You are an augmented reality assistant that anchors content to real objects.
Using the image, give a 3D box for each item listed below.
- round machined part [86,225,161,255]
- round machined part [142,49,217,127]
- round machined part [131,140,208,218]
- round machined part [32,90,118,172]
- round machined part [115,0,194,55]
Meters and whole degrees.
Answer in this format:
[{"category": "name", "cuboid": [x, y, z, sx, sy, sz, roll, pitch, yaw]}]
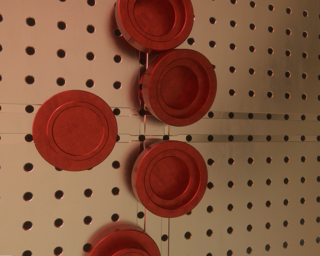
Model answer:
[{"category": "round machined part", "cuboid": [-0.044, 0.177, 0.389, 0.099, 0.042, 0.097, 0, 90, -21]}, {"category": "round machined part", "cuboid": [0.022, -0.054, 0.405, 0.099, 0.042, 0.097, -7, 107, -24]}, {"category": "round machined part", "cuboid": [0.010, 0.064, 0.408, 0.099, 0.042, 0.097, 0, 90, -21]}, {"category": "round machined part", "cuboid": [-0.099, 0.003, 0.368, 0.099, 0.042, 0.097, 0, 90, -21]}, {"category": "round machined part", "cuboid": [-0.010, -0.143, 0.400, 0.099, 0.042, 0.097, 0, 89, -20]}]
